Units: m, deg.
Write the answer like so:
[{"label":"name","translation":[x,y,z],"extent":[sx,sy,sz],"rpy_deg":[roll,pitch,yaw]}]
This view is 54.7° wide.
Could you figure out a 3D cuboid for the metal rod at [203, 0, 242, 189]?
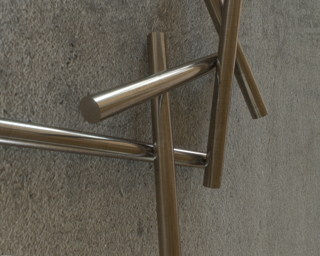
[{"label":"metal rod","translation":[0.088,-0.066,0.429],"extent":[0.025,0.025,0.298],"rpy_deg":[4,93,-40]}]

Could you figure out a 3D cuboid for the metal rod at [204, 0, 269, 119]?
[{"label":"metal rod","translation":[0.091,-0.153,0.450],"extent":[0.025,0.025,0.299],"rpy_deg":[-31,100,-36]}]

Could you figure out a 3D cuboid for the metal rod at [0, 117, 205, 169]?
[{"label":"metal rod","translation":[-0.049,0.023,0.363],"extent":[0.302,0.025,0.025],"rpy_deg":[12,83,-39]}]

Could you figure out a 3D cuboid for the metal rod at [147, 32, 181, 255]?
[{"label":"metal rod","translation":[0.005,0.028,0.374],"extent":[0.025,0.025,0.299],"rpy_deg":[5,76,-40]}]

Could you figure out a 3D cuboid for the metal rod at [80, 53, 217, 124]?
[{"label":"metal rod","translation":[0.024,-0.064,0.381],"extent":[0.302,0.025,0.025],"rpy_deg":[-30,110,-50]}]
